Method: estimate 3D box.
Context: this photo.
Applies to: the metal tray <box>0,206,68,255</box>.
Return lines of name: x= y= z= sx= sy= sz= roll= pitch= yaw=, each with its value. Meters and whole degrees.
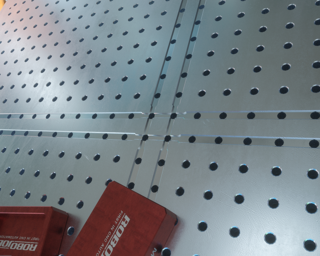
metal tray: x=-0.193 y=0.153 z=0.414 sx=0.130 sy=0.030 sz=0.090 roll=-6 pitch=59 yaw=25

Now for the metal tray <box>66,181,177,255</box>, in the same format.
metal tray: x=-0.050 y=0.136 z=0.349 sx=0.090 sy=0.030 sz=0.130 roll=19 pitch=72 yaw=35
